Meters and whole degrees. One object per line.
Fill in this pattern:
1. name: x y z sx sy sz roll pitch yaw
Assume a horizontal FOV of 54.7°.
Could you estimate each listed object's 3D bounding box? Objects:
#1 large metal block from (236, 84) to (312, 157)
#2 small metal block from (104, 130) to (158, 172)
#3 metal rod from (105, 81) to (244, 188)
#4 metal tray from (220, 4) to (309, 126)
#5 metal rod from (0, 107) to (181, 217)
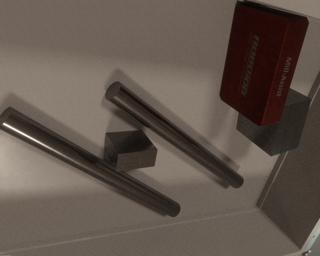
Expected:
1. large metal block: 0.161 -0.018 0.453 0.050 0.080 0.079 -14 124 -21
2. small metal block: -0.038 0.027 0.390 0.050 0.050 0.025 -4 121 -27
3. metal rod: 0.041 0.026 0.448 0.025 0.025 0.301 -49 129 6
4. metal tray: 0.122 -0.079 0.386 0.030 0.090 0.129 -10 123 -24
5. metal rod: -0.068 0.061 0.410 0.025 0.025 0.301 -48 130 5
